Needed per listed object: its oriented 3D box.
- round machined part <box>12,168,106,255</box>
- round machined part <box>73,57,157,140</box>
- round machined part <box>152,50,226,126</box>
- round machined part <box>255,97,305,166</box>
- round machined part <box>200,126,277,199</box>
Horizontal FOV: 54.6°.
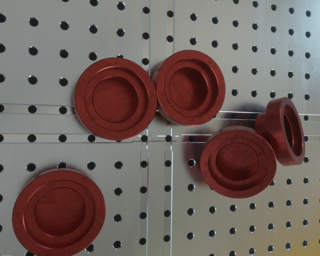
[{"bbox_3d":[-0.116,0.095,0.361,0.099,0.042,0.097,0,90,-20],"label":"round machined part"},{"bbox_3d":[-0.056,-0.034,0.383,0.099,0.042,0.097,0,90,-20],"label":"round machined part"},{"bbox_3d":[0.035,-0.052,0.416,0.099,0.042,0.097,0,90,-20],"label":"round machined part"},{"bbox_3d":[0.173,0.007,0.452,0.098,0.042,0.098,20,64,-47],"label":"round machined part"},{"bbox_3d":[0.106,0.043,0.426,0.098,0.042,0.097,3,106,11],"label":"round machined part"}]
